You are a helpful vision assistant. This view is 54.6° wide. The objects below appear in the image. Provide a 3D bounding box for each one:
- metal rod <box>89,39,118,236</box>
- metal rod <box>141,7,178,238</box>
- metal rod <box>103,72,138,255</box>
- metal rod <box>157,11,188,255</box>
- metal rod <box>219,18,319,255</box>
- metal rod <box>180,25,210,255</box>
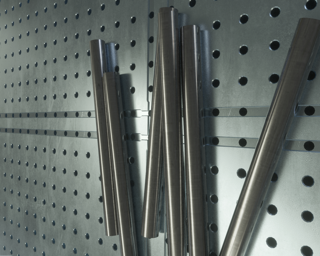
[{"bbox_3d":[-0.085,0.012,0.480,0.025,0.025,0.299,-10,84,40],"label":"metal rod"},{"bbox_3d":[-0.001,-0.004,0.411,0.025,0.025,0.298,8,95,40],"label":"metal rod"},{"bbox_3d":[-0.057,0.066,0.457,0.025,0.025,0.299,-11,83,39],"label":"metal rod"},{"bbox_3d":[0.016,0.011,0.384,0.025,0.025,0.298,0,94,40],"label":"metal rod"},{"bbox_3d":[0.106,0.041,0.322,0.025,0.025,0.298,24,105,37],"label":"metal rod"},{"bbox_3d":[0.042,0.027,0.375,0.025,0.025,0.298,-4,88,40],"label":"metal rod"}]
